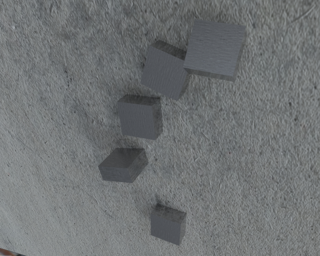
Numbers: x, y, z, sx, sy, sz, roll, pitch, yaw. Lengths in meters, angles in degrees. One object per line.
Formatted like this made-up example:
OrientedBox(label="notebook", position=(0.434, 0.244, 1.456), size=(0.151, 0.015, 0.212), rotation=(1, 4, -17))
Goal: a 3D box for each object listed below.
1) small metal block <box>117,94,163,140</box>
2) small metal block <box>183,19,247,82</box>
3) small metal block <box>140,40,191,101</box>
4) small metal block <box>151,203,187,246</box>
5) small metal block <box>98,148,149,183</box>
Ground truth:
OrientedBox(label="small metal block", position=(-0.025, -0.015, 0.411), size=(0.050, 0.025, 0.050), rotation=(9, 122, 23))
OrientedBox(label="small metal block", position=(0.056, -0.078, 0.313), size=(0.050, 0.025, 0.050), rotation=(14, 90, 18))
OrientedBox(label="small metal block", position=(0.010, -0.067, 0.360), size=(0.050, 0.025, 0.050), rotation=(27, 128, 11))
OrientedBox(label="small metal block", position=(0.013, 0.154, 0.495), size=(0.050, 0.025, 0.050), rotation=(14, 124, 20))
OrientedBox(label="small metal block", position=(-0.052, 0.053, 0.451), size=(0.050, 0.050, 0.025), rotation=(0, 118, 28))
